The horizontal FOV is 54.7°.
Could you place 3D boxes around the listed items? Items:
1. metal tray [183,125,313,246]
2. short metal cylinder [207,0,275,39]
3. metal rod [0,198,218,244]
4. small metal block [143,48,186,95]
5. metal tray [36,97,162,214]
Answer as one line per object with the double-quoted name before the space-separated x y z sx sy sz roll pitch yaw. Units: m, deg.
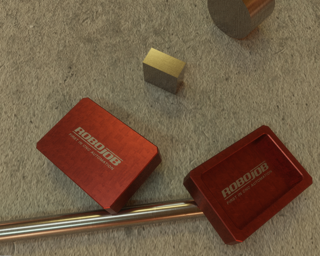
"metal tray" 0.105 0.063 0.367 0.131 0.030 0.090 -28 72 -25
"short metal cylinder" 0.115 -0.177 0.445 0.050 0.080 0.080 -42 76 -14
"metal rod" -0.079 0.110 0.367 0.302 0.025 0.025 -6 70 -3
"small metal block" 0.006 -0.076 0.423 0.050 0.050 0.025 26 72 8
"metal tray" -0.075 0.030 0.380 0.130 0.030 0.090 34 72 23
